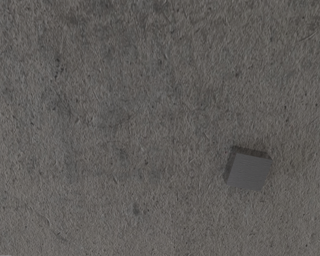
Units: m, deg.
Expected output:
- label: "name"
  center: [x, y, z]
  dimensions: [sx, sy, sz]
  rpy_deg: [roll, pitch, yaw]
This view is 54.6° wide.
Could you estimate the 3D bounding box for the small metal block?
- label: "small metal block"
  center: [0.121, 0.056, 0.431]
  dimensions: [0.050, 0.025, 0.050]
  rpy_deg: [11, 110, -4]
